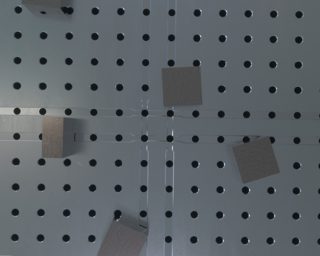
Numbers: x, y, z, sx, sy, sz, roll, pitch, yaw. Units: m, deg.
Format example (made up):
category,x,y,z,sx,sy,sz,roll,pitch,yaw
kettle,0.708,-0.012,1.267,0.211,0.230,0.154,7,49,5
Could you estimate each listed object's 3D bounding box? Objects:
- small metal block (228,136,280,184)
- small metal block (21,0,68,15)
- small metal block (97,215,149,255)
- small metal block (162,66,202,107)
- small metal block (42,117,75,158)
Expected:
category,x,y,z,sx,sy,sz,roll,pitch,yaw
small metal block,0.125,0.041,0.414,0.050,0.025,0.050,-17,90,0
small metal block,-0.151,-0.182,0.412,0.050,0.025,0.050,7,90,0
small metal block,-0.049,0.152,0.413,0.050,0.025,0.050,24,90,0
small metal block,0.029,-0.054,0.414,0.050,0.025,0.050,-3,90,0
small metal block,-0.130,0.011,0.400,0.025,0.050,0.050,2,90,0
